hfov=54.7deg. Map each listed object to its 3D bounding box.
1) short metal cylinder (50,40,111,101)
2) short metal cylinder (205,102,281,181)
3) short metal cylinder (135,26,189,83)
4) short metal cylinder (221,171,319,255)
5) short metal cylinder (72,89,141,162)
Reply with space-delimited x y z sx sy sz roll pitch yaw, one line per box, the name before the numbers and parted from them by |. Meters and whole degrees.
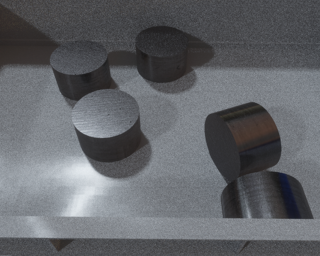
short metal cylinder | -0.115 -0.086 0.460 0.081 0.050 0.080 0 50 0
short metal cylinder | 0.093 0.015 0.358 0.050 0.080 0.080 -17 52 -14
short metal cylinder | 0.003 -0.116 0.487 0.081 0.050 0.080 0 50 0
short metal cylinder | 0.101 0.086 0.294 0.081 0.079 0.050 2 42 1
short metal cylinder | -0.065 -0.004 0.391 0.081 0.050 0.080 0 50 0
